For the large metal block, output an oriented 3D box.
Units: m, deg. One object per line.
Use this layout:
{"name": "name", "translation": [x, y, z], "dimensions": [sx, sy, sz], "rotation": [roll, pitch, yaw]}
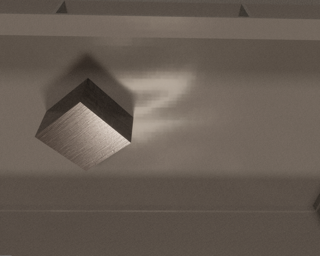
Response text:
{"name": "large metal block", "translation": [-0.092, -0.002, 0.390], "dimensions": [0.080, 0.050, 0.080], "rotation": [-32, 124, 24]}
